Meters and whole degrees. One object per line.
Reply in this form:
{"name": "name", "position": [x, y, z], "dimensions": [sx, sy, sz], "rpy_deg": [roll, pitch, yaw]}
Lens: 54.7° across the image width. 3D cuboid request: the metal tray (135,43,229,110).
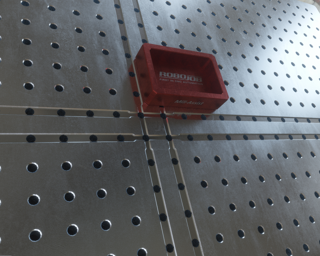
{"name": "metal tray", "position": [0.034, -0.077, 0.471], "dimensions": [0.131, 0.030, 0.090], "rpy_deg": [2, 61, -28]}
